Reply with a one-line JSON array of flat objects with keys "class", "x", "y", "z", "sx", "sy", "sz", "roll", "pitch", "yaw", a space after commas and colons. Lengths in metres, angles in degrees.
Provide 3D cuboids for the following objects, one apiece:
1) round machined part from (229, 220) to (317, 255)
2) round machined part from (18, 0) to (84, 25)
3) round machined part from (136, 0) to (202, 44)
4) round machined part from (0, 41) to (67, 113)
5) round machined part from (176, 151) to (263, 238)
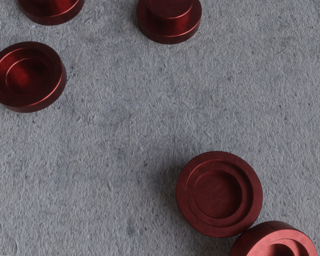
[{"class": "round machined part", "x": 0.114, "y": 0.146, "z": 0.331, "sx": 0.099, "sy": 0.042, "sz": 0.097, "roll": -2, "pitch": 97, "yaw": -18}, {"class": "round machined part", "x": -0.170, "y": -0.210, "z": 0.475, "sx": 0.099, "sy": 0.042, "sz": 0.098, "roll": 0, "pitch": 70, "yaw": 0}, {"class": "round machined part", "x": 0.014, "y": -0.178, "z": 0.464, "sx": 0.099, "sy": 0.042, "sz": 0.098, "roll": 0, "pitch": 70, "yaw": 0}, {"class": "round machined part", "x": -0.176, "y": -0.065, "z": 0.422, "sx": 0.099, "sy": 0.042, "sz": 0.098, "roll": 0, "pitch": 70, "yaw": 0}, {"class": "round machined part", "x": 0.068, "y": 0.080, "z": 0.370, "sx": 0.099, "sy": 0.042, "sz": 0.098, "roll": 0, "pitch": 70, "yaw": 0}]
